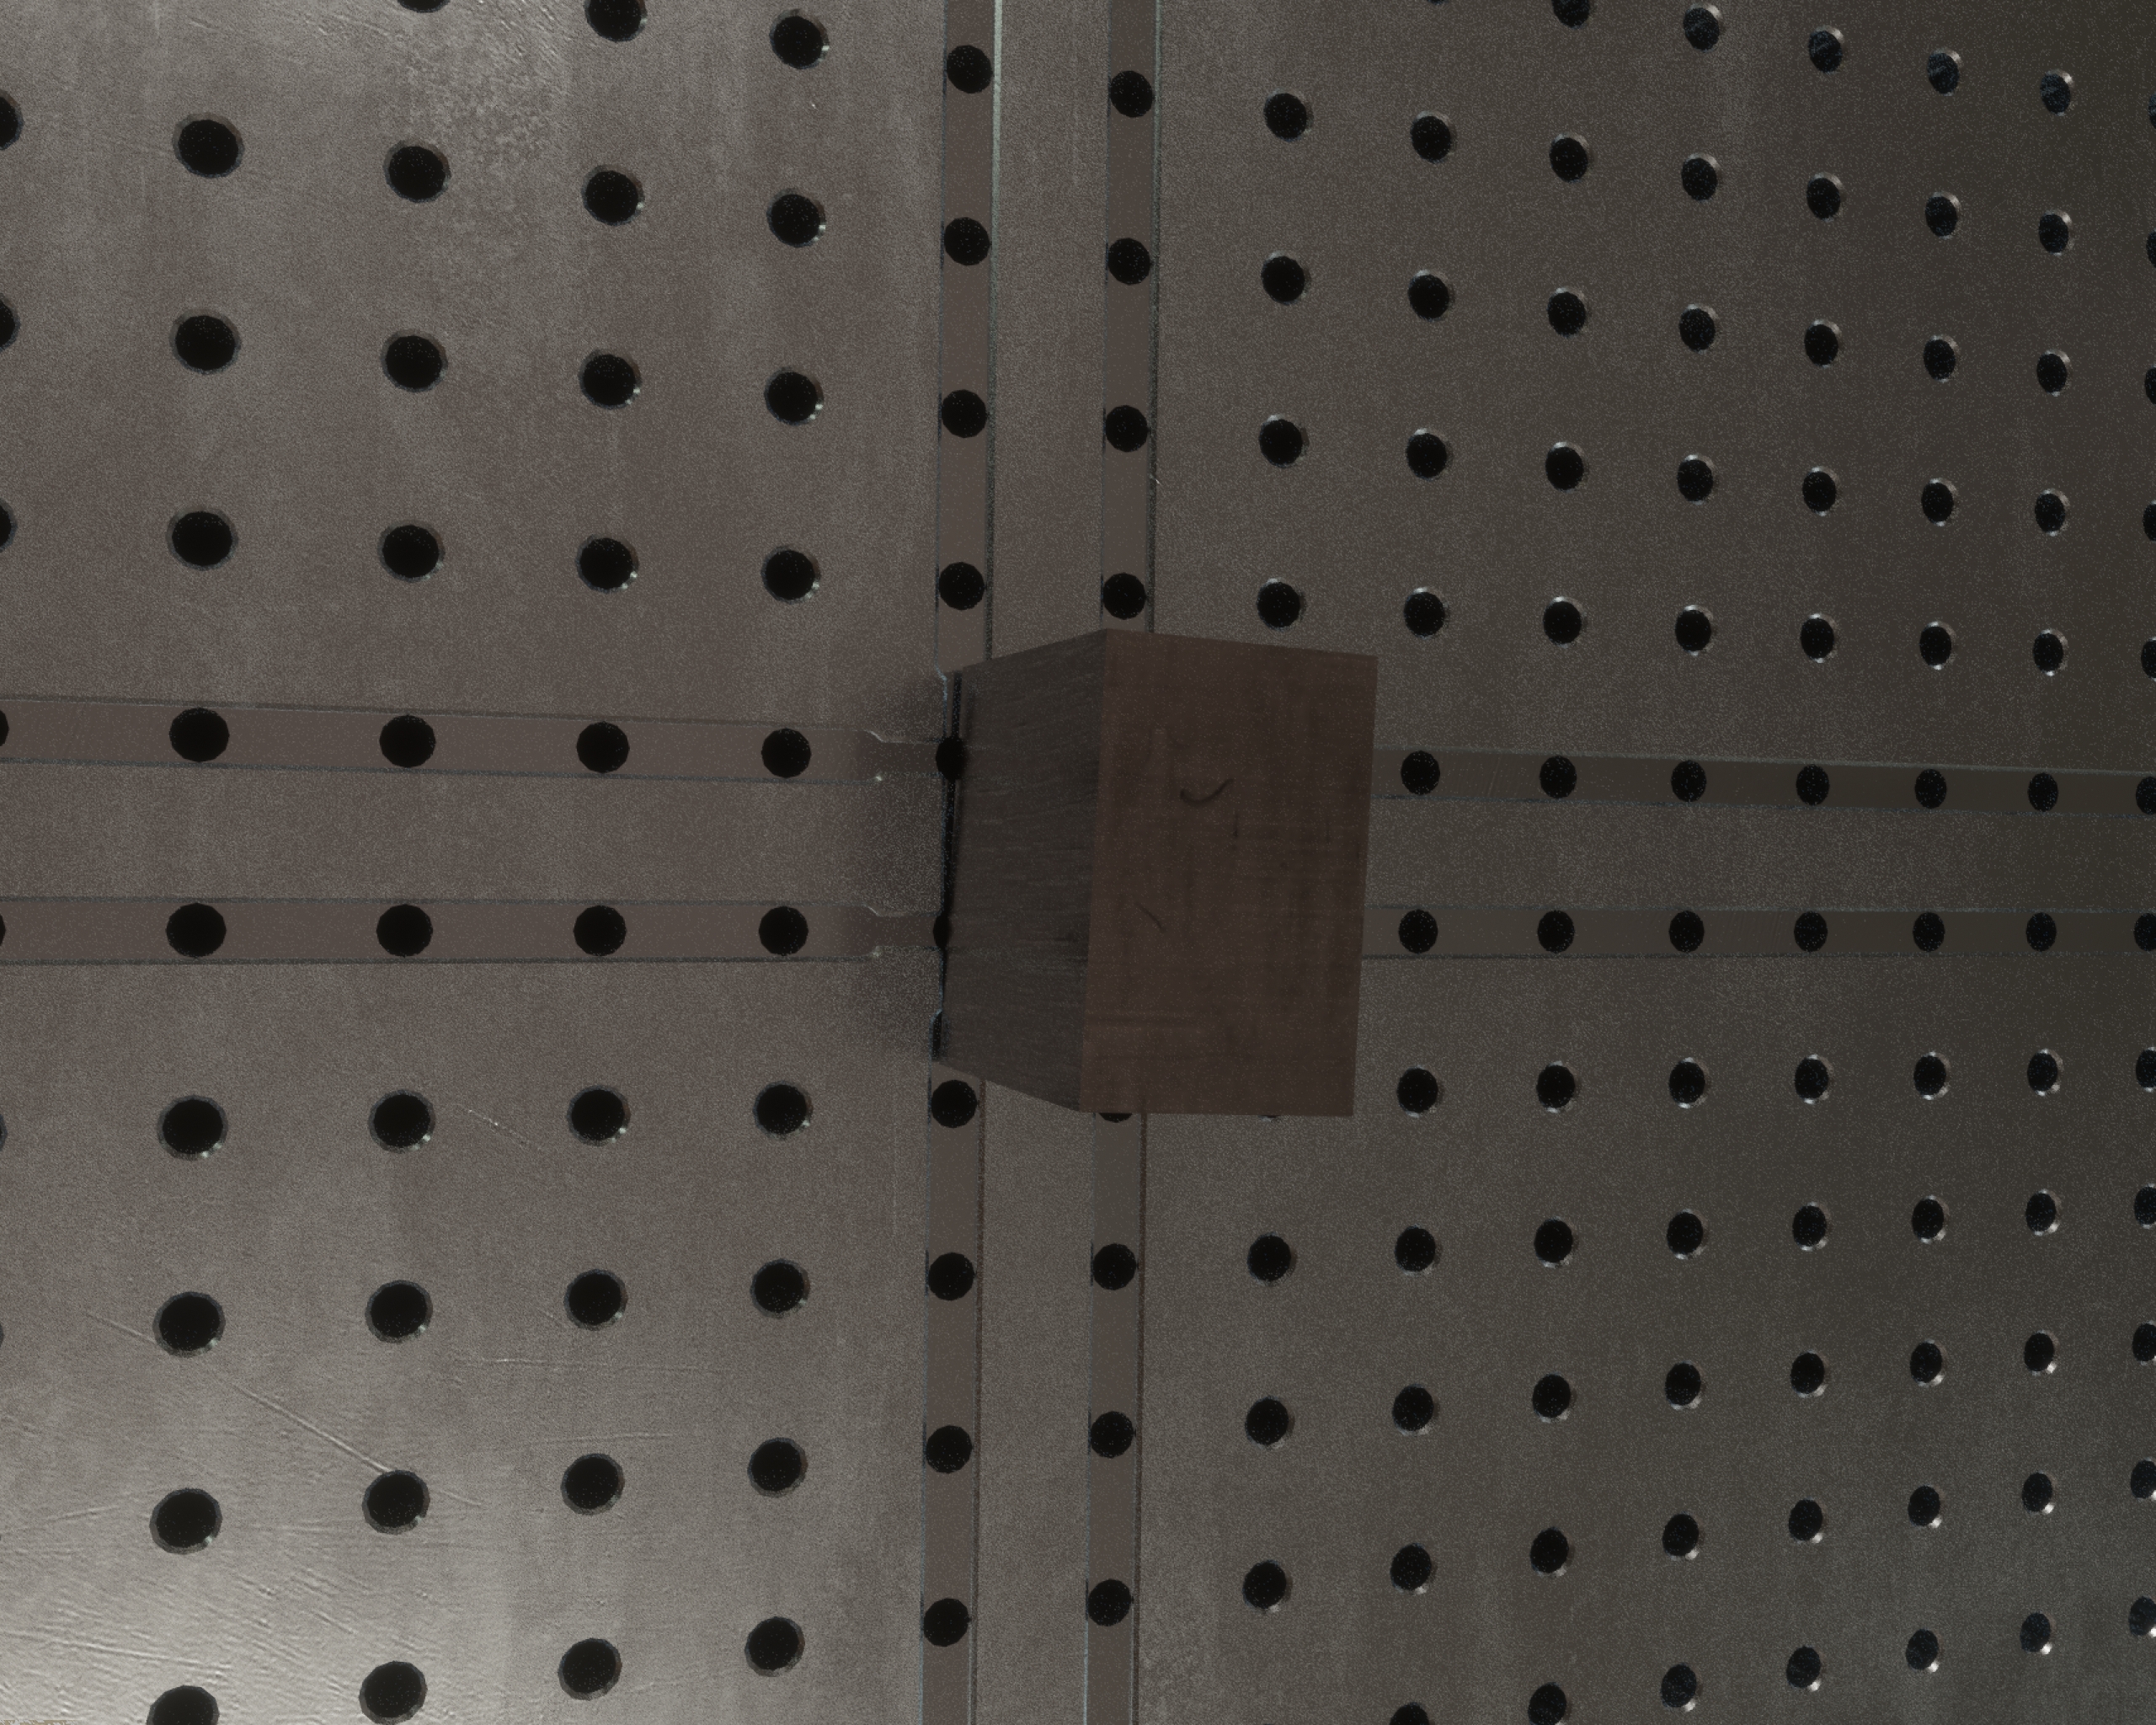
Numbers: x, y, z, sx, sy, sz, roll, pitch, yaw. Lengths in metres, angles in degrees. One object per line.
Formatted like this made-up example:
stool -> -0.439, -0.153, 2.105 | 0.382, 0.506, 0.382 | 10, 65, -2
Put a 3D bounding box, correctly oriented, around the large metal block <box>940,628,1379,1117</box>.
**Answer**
large metal block -> 0.012, 0.002, 0.388 | 0.050, 0.080, 0.079 | 4, 89, -20
